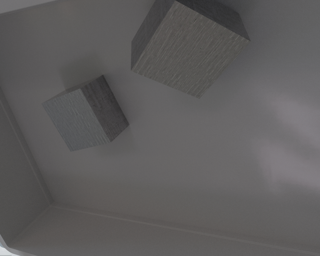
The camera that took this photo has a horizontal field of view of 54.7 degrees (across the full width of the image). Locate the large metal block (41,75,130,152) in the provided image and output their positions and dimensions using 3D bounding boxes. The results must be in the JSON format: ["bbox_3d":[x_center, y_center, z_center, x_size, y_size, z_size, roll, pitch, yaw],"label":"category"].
[{"bbox_3d":[-0.103,-0.019,0.435,0.080,0.050,0.080,-14,112,33],"label":"large metal block"}]

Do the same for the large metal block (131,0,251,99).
[{"bbox_3d":[0.026,-0.085,0.304,0.081,0.050,0.080,19,134,-24],"label":"large metal block"}]

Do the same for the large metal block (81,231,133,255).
[{"bbox_3d":[-0.114,0.263,0.599,0.080,0.080,0.050,37,129,3],"label":"large metal block"}]
